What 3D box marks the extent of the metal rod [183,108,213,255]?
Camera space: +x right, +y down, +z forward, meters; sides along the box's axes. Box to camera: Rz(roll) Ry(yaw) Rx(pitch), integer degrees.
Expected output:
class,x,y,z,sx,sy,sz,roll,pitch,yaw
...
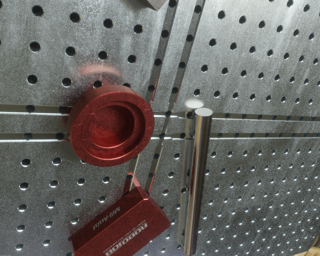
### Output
class,x,y,z,sx,sy,sz,roll,pitch,yaw
metal rod,0.059,0.105,0.510,0.025,0.025,0.298,-13,124,-22

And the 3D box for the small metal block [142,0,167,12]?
class,x,y,z,sx,sy,sz,roll,pitch,yaw
small metal block,-0.007,-0.156,0.312,0.050,0.025,0.050,-48,129,6

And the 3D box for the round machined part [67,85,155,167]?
class,x,y,z,sx,sy,sz,roll,pitch,yaw
round machined part,-0.059,-0.006,0.365,0.099,0.042,0.097,-14,125,-21

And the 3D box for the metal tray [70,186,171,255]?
class,x,y,z,sx,sy,sz,roll,pitch,yaw
metal tray,-0.058,0.159,0.477,0.130,0.030,0.090,-37,130,-4
